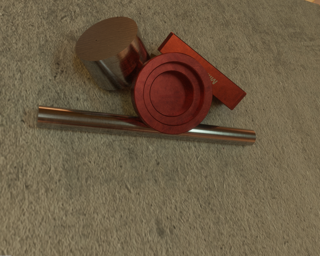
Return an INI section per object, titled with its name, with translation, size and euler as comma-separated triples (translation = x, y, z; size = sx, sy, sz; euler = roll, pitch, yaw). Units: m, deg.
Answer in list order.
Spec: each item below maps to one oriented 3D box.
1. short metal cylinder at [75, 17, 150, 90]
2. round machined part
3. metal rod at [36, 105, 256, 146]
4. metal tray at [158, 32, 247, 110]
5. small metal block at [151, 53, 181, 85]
[short metal cylinder]
translation = -0.058, -0.094, 0.390
size = 0.080, 0.050, 0.080
euler = -10, 52, 13
[round machined part]
translation = 0.012, -0.043, 0.387
size = 0.099, 0.042, 0.097
euler = -2, 97, -16
[metal rod]
translation = 0.001, 0.001, 0.405
size = 0.302, 0.025, 0.025
euler = 6, 59, -25
[metal tray]
translation = 0.061, -0.083, 0.452
size = 0.130, 0.030, 0.090
euler = 39, 13, -2
[small metal block]
translation = -0.002, -0.069, 0.428
size = 0.050, 0.050, 0.025
euler = 21, 54, -16
